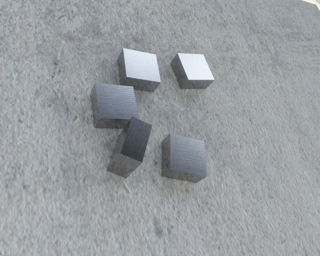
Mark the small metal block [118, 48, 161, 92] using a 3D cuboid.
[{"bbox_3d":[-0.030,-0.081,0.439,0.050,0.025,0.050,5,60,-26],"label":"small metal block"}]

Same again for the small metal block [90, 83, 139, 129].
[{"bbox_3d":[-0.058,-0.027,0.390,0.050,0.025,0.050,2,61,-28],"label":"small metal block"}]

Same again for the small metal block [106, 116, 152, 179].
[{"bbox_3d":[-0.035,0.023,0.356,0.025,0.050,0.050,24,53,-14],"label":"small metal block"}]

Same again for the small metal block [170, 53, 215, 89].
[{"bbox_3d":[0.051,-0.089,0.488,0.050,0.025,0.050,-5,64,-31],"label":"small metal block"}]

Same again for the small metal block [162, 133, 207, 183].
[{"bbox_3d":[0.030,0.039,0.398,0.050,0.025,0.050,14,56,-21],"label":"small metal block"}]
